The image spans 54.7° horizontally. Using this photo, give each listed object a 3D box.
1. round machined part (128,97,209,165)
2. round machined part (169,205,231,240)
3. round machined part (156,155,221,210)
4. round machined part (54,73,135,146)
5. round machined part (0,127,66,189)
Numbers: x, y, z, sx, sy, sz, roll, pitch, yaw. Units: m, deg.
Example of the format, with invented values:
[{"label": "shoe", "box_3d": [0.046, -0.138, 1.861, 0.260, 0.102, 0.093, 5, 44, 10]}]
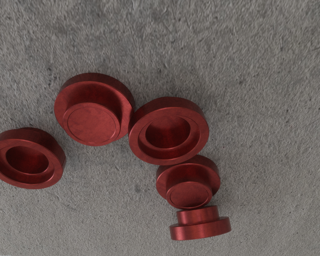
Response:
[{"label": "round machined part", "box_3d": [0.009, -0.001, 0.390, 0.099, 0.042, 0.097, -5, 133, -6]}, {"label": "round machined part", "box_3d": [0.063, 0.152, 0.506, 0.099, 0.042, 0.098, -9, 167, -2]}, {"label": "round machined part", "box_3d": [0.043, 0.088, 0.471, 0.099, 0.042, 0.097, 0, 130, 0]}, {"label": "round machined part", "box_3d": [-0.081, -0.015, 0.382, 0.099, 0.042, 0.097, 0, 130, 0]}, {"label": "round machined part", "box_3d": [-0.179, 0.037, 0.426, 0.099, 0.042, 0.097, 0, 130, 0]}]
